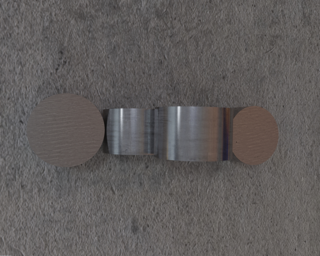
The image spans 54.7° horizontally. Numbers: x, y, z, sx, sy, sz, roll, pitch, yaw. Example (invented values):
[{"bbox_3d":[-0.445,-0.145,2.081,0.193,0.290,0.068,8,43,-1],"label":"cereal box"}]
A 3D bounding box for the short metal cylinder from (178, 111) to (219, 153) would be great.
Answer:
[{"bbox_3d":[0.048,0.005,0.399,0.081,0.080,0.050,0,89,-20],"label":"short metal cylinder"}]

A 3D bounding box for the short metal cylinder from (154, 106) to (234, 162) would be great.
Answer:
[{"bbox_3d":[0.034,0.005,0.320,0.081,0.080,0.050,1,91,-20],"label":"short metal cylinder"}]

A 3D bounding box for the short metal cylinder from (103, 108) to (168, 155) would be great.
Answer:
[{"bbox_3d":[-0.028,0.004,0.371,0.081,0.080,0.050,0,90,-20],"label":"short metal cylinder"}]

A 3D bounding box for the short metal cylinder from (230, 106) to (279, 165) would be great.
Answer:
[{"bbox_3d":[0.119,0.010,0.440,0.081,0.050,0.080,0,91,-21],"label":"short metal cylinder"}]

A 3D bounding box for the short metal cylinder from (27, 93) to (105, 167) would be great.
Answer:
[{"bbox_3d":[-0.109,0.002,0.357,0.081,0.050,0.080,0,90,-21],"label":"short metal cylinder"}]
